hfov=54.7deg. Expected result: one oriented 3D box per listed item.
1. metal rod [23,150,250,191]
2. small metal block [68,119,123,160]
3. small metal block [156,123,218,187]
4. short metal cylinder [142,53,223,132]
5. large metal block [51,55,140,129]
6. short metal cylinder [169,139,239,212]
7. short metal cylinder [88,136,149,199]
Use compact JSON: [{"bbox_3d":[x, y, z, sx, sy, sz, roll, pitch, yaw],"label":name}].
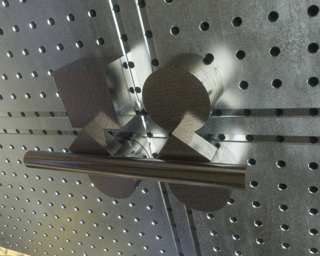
[{"bbox_3d":[-0.049,0.046,0.368,0.300,0.025,0.025,1,119,27],"label":"metal rod"},{"bbox_3d":[-0.086,0.025,0.408,0.050,0.025,0.050,42,129,-1],"label":"small metal block"},{"bbox_3d":[0.028,0.031,0.351,0.050,0.025,0.050,35,129,5],"label":"small metal block"},{"bbox_3d":[0.027,-0.040,0.356,0.080,0.050,0.079,13,124,21],"label":"short metal cylinder"},{"bbox_3d":[-0.083,-0.047,0.409,0.080,0.050,0.080,1,119,27],"label":"large metal block"},{"bbox_3d":[0.057,0.061,0.403,0.080,0.050,0.079,13,124,21],"label":"short metal cylinder"},{"bbox_3d":[-0.062,0.058,0.463,0.080,0.050,0.079,13,124,21],"label":"short metal cylinder"}]
